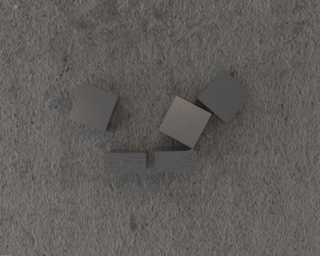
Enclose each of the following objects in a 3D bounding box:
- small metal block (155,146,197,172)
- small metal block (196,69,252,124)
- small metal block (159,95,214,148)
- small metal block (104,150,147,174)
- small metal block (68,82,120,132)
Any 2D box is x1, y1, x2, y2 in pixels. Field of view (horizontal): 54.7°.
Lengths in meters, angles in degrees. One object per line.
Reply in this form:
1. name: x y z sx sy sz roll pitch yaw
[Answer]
1. small metal block: 0.019 0.039 0.397 0.050 0.050 0.025 -2 93 0
2. small metal block: 0.083 -0.040 0.410 0.050 0.025 0.050 41 90 0
3. small metal block: 0.034 -0.008 0.400 0.050 0.025 0.050 29 102 12
4. small metal block: -0.042 0.042 0.397 0.050 0.050 0.025 0 90 0
5. small metal block: -0.086 -0.027 0.409 0.050 0.025 0.050 20 90 0
